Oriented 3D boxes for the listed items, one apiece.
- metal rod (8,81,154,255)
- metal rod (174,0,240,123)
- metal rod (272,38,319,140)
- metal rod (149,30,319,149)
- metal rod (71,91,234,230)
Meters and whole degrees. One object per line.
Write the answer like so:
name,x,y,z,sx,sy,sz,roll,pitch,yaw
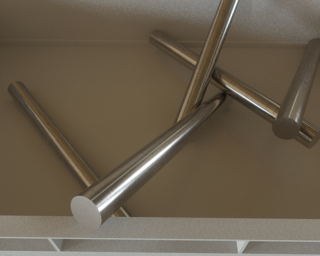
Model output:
metal rod,-0.112,0.030,0.378,0.025,0.025,0.300,-33,58,-25
metal rod,0.077,-0.125,0.421,0.025,0.025,0.299,19,81,15
metal rod,0.193,-0.070,0.413,0.025,0.025,0.302,24,38,18
metal rod,0.082,-0.069,0.428,0.025,0.025,0.300,-30,50,-23
metal rod,0.023,0.005,0.322,0.025,0.025,0.302,25,30,19
